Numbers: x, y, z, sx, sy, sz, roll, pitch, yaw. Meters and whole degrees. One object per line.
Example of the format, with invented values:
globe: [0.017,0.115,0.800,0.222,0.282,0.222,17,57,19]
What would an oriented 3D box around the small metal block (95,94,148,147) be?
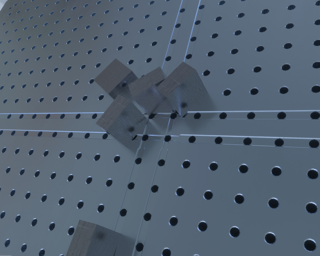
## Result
small metal block: [-0.051,-0.009,0.426,0.025,0.050,0.050,29,78,37]

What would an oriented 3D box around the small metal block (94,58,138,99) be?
small metal block: [-0.069,-0.076,0.493,0.050,0.025,0.050,-45,51,-4]

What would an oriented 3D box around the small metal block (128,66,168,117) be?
small metal block: [-0.008,-0.049,0.427,0.050,0.050,0.025,-28,52,11]

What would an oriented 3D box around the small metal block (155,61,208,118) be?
small metal block: [0.029,-0.050,0.408,0.050,0.050,0.025,-45,51,-3]

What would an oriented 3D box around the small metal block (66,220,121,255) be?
small metal block: [-0.075,0.137,0.349,0.025,0.050,0.050,3,63,30]
